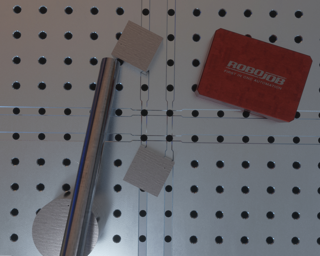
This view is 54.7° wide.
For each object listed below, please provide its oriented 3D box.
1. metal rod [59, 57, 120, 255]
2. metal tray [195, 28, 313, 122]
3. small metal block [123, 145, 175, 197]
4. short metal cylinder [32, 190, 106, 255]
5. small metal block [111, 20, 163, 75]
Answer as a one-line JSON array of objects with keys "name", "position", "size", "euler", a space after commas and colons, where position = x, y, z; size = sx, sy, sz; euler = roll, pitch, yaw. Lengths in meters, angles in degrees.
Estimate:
[{"name": "metal rod", "position": [-0.086, 0.054, 0.373], "size": [0.025, 0.025, 0.299], "euler": [8, 74, 0]}, {"name": "metal tray", "position": [0.122, -0.068, 0.412], "size": [0.131, 0.030, 0.090], "euler": [17, 90, 0]}, {"name": "small metal block", "position": [-0.014, 0.056, 0.413], "size": [0.050, 0.025, 0.050], "euler": [27, 90, 0]}, {"name": "short metal cylinder", "position": [-0.115, 0.125, 0.400], "size": [0.081, 0.050, 0.080], "euler": [0, 90, 0]}, {"name": "small metal block", "position": [-0.029, -0.106, 0.413], "size": [0.050, 0.025, 0.050], "euler": [27, 90, 0]}]
